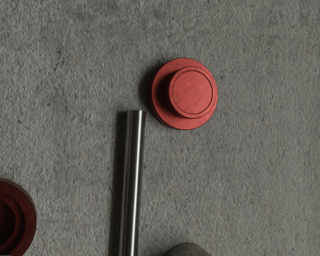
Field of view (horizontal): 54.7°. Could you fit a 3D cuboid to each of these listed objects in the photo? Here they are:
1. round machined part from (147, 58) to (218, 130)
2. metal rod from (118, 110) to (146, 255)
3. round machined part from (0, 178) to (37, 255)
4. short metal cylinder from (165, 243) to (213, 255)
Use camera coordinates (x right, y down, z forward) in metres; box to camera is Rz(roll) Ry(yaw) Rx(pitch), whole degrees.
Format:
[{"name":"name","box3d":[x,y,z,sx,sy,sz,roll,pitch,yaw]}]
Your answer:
[{"name":"round machined part","box3d":[0.035,-0.045,0.414,0.099,0.042,0.097,0,90,-21]},{"name":"metal rod","box3d":[-0.039,0.127,0.395,0.025,0.025,0.298,4,89,-20]},{"name":"round machined part","box3d":[-0.185,0.101,0.332,0.099,0.042,0.097,0,90,-21]},{"name":"short metal cylinder","box3d":[0.044,0.202,0.414,0.081,0.050,0.079,0,90,-21]}]
